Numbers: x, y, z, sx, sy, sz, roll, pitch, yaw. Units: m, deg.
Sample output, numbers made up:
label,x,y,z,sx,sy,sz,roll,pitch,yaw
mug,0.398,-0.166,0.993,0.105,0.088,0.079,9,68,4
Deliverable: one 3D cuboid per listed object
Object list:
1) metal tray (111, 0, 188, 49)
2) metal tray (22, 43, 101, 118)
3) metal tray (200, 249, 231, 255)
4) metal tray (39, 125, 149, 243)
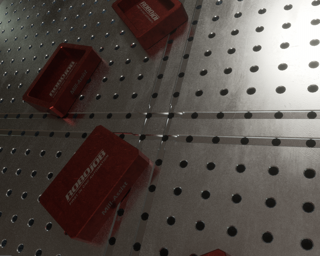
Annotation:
label,x,y,z,sx,sy,sz,roll,pitch,yaw
metal tray,-0.021,-0.203,0.538,0.090,0.030,0.130,-36,51,4
metal tray,-0.173,-0.088,0.547,0.090,0.030,0.130,17,70,34
metal tray,0.018,0.179,0.285,0.130,0.030,0.090,-26,53,11
metal tray,-0.087,0.069,0.407,0.090,0.030,0.130,29,77,37
